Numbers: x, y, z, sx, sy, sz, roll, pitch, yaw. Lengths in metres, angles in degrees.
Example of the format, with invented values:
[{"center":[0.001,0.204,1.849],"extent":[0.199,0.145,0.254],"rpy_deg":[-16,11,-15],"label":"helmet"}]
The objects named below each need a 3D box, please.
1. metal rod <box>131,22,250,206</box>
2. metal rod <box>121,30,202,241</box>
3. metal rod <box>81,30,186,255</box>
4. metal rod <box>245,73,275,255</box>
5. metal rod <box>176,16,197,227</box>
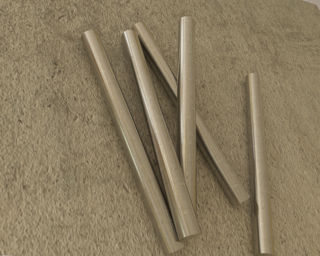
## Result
[{"center":[0.037,-0.030,0.443],"extent":[0.025,0.025,0.299],"rpy_deg":[-18,71,-35],"label":"metal rod"},{"center":[-0.007,-0.012,0.393],"extent":[0.025,0.025,0.299],"rpy_deg":[0,57,-29],"label":"metal rod"},{"center":[-0.040,0.002,0.381],"extent":[0.025,0.025,0.299],"rpy_deg":[-11,67,-33],"label":"metal rod"},{"center":[0.146,0.034,0.463],"extent":[0.025,0.025,0.300],"rpy_deg":[20,54,-17],"label":"metal rod"},{"center":[0.035,-0.024,0.411],"extent":[0.025,0.025,0.299],"rpy_deg":[12,65,-22],"label":"metal rod"}]
